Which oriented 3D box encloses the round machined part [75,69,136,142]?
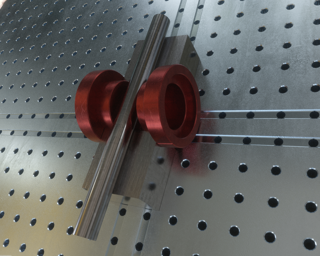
[{"bbox_3d":[-0.062,-0.028,0.410,0.042,0.098,0.098,2,63,29],"label":"round machined part"}]

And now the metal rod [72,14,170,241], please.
[{"bbox_3d":[-0.038,-0.019,0.376,0.025,0.025,0.300,3,63,29],"label":"metal rod"}]

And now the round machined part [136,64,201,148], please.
[{"bbox_3d":[0.008,-0.025,0.372,0.042,0.098,0.098,-1,61,33],"label":"round machined part"}]

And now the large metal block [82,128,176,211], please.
[{"bbox_3d":[-0.036,0.049,0.380,0.080,0.050,0.080,3,63,29],"label":"large metal block"}]

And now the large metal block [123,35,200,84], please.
[{"bbox_3d":[0.003,-0.081,0.440,0.080,0.050,0.080,2,63,29],"label":"large metal block"}]
